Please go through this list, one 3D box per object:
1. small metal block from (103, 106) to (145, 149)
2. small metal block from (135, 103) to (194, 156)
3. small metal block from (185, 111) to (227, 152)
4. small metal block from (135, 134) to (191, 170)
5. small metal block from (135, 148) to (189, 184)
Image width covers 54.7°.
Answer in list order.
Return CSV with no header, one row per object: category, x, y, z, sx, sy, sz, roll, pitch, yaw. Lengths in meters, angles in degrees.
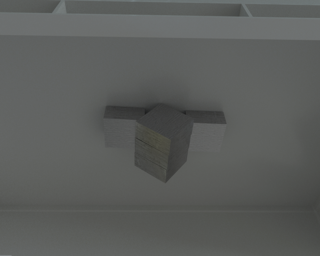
small metal block,-0.046,0.000,0.407,0.050,0.025,0.050,3,130,-3
small metal block,0.006,0.000,0.377,0.050,0.050,0.025,27,134,25
small metal block,0.057,0.005,0.413,0.050,0.025,0.050,2,130,-3
small metal block,0.004,0.019,0.394,0.050,0.050,0.025,27,135,25
small metal block,0.002,0.038,0.410,0.050,0.050,0.025,27,135,25
